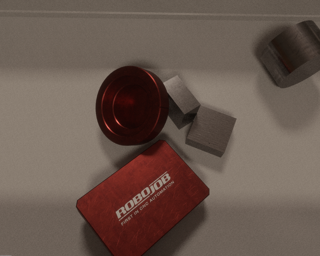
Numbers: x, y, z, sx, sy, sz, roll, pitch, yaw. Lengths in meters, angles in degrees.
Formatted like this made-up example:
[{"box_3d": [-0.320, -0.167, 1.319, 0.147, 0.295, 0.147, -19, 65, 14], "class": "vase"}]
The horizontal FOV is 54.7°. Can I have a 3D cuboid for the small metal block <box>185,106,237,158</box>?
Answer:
[{"box_3d": [0.067, 0.005, 0.409, 0.050, 0.025, 0.050, 21, 71, 7], "class": "small metal block"}]

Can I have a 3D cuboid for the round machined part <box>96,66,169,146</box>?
[{"box_3d": [-0.031, -0.027, 0.394, 0.098, 0.042, 0.097, -1, 88, 30], "class": "round machined part"}]

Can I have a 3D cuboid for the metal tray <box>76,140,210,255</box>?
[{"box_3d": [-0.018, 0.085, 0.364, 0.131, 0.030, 0.090, -36, 74, -23], "class": "metal tray"}]

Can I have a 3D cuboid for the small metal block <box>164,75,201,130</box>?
[{"box_3d": [0.024, -0.033, 0.408, 0.025, 0.050, 0.050, -31, 73, -16], "class": "small metal block"}]

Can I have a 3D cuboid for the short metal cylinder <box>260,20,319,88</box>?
[{"box_3d": [0.185, -0.097, 0.418, 0.080, 0.080, 0.050, -23, 72, -9], "class": "short metal cylinder"}]
